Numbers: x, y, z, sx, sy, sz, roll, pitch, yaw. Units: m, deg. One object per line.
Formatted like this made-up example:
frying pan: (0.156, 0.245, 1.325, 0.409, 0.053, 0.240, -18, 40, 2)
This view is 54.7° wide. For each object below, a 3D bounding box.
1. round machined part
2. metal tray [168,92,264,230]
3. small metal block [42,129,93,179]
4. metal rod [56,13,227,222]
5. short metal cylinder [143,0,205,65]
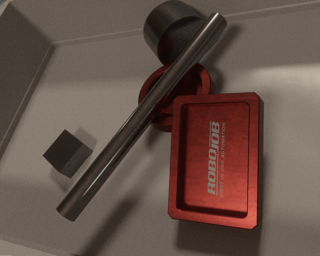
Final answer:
round machined part: (0.025, -0.037, 0.403, 0.098, 0.042, 0.098, -13, 56, 20)
metal tray: (0.058, 0.031, 0.321, 0.090, 0.030, 0.129, 0, 83, 26)
small metal block: (-0.135, 0.037, 0.452, 0.050, 0.025, 0.050, 31, 78, 37)
metal rod: (-0.015, -0.020, 0.370, 0.025, 0.025, 0.300, 31, 78, 37)
short metal cylinder: (0.023, -0.131, 0.437, 0.080, 0.080, 0.050, -35, 52, 5)
